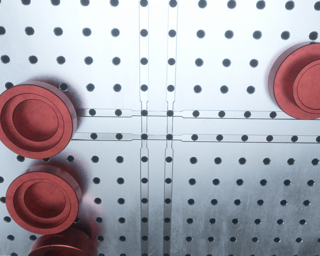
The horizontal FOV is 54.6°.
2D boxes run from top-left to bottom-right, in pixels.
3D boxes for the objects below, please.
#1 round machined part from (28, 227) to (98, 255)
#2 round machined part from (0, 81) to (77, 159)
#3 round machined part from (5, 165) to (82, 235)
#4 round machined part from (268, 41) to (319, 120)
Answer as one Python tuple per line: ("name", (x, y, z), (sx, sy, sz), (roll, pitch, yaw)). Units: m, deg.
("round machined part", (-0.142, 0.186, 0.463), (0.099, 0.042, 0.097), (-1, 125, -1))
("round machined part", (-0.156, -0.013, 0.398), (0.099, 0.042, 0.097), (0, 110, 0))
("round machined part", (-0.159, 0.096, 0.437), (0.099, 0.042, 0.097), (0, 107, 0))
("round machined part", (0.191, -0.056, 0.385), (0.099, 0.042, 0.097), (0, 110, 0))
